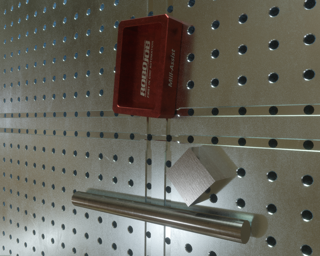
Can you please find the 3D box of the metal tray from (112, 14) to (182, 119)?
[{"bbox_3d":[-0.020,-0.081,0.422,0.090,0.030,0.129,8,95,39],"label":"metal tray"}]

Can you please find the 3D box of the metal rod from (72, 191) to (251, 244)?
[{"bbox_3d":[-0.023,0.116,0.428,0.300,0.025,0.025,-2,89,40],"label":"metal rod"}]

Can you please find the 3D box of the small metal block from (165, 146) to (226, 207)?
[{"bbox_3d":[0.042,0.058,0.375,0.050,0.025,0.050,-51,60,28],"label":"small metal block"}]
